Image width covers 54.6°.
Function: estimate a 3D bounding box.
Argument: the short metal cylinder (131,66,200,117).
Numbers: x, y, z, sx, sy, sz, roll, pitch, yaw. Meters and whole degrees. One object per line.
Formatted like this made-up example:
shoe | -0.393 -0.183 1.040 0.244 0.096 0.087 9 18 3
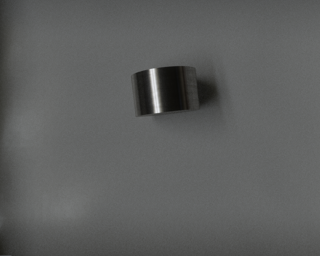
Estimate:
short metal cylinder | 0.007 -0.043 0.384 0.080 0.080 0.050 -7 90 0
